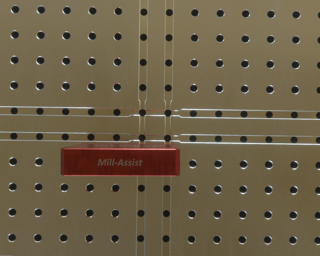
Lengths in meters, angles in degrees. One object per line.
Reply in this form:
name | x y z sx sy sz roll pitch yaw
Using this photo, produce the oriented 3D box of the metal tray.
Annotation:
metal tray | -0.044 0.037 0.380 0.131 0.090 0.030 0 90 -1
